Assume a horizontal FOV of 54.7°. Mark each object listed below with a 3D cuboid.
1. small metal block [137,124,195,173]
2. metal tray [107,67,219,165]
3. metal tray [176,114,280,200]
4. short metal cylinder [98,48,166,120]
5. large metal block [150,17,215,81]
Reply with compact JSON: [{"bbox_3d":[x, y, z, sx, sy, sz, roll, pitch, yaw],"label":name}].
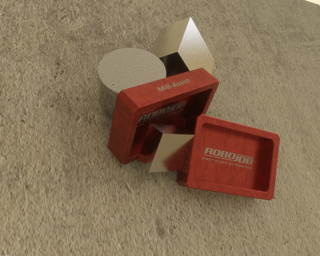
[{"bbox_3d":[0.007,0.024,0.367,0.050,0.050,0.025,4,24,-41],"label":"small metal block"},{"bbox_3d":[0.005,-0.016,0.371,0.131,0.089,0.030,-22,56,-36],"label":"metal tray"},{"bbox_3d":[0.092,0.040,0.403,0.131,0.030,0.090,13,80,-21],"label":"metal tray"},{"bbox_3d":[-0.035,-0.054,0.388,0.081,0.050,0.080,4,54,-6],"label":"short metal cylinder"},{"bbox_3d":[0.032,-0.095,0.440,0.080,0.050,0.080,51,43,-35],"label":"large metal block"}]
